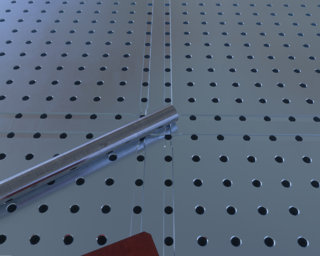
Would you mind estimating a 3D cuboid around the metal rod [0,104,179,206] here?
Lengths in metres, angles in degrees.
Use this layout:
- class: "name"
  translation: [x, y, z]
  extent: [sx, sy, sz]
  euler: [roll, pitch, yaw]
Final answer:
- class: "metal rod"
  translation: [-0.109, 0.040, 0.372]
  extent: [0.302, 0.025, 0.025]
  euler: [-26, 55, -21]

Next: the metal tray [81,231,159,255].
- class: "metal tray"
  translation: [-0.055, 0.158, 0.271]
  extent: [0.131, 0.030, 0.090]
  euler: [-17, 52, -14]
